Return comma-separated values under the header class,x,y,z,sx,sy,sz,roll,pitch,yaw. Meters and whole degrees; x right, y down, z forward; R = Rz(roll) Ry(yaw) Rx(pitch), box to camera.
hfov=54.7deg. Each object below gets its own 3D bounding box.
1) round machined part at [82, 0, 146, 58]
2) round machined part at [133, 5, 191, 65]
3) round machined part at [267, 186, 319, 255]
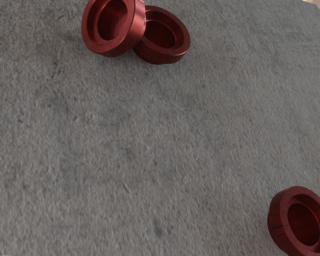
class,x,y,z,sx,sy,sz,roll,pitch,yaw
round machined part,-0.058,-0.143,0.421,0.042,0.098,0.098,10,54,-54
round machined part,-0.006,-0.137,0.475,0.099,0.042,0.098,14,56,-21
round machined part,0.185,0.131,0.415,0.099,0.042,0.098,14,56,-21
